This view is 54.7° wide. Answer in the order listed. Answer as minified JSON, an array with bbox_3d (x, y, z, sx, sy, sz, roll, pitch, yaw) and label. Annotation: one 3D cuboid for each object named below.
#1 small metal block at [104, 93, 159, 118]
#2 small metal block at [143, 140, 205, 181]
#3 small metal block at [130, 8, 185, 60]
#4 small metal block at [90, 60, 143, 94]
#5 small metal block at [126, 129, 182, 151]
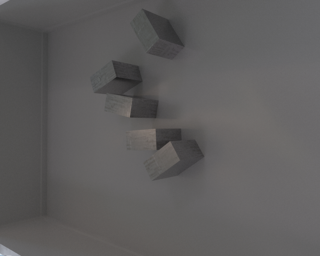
[{"bbox_3d":[-0.039,-0.030,0.423,0.050,0.050,0.025,15,100,39],"label":"small metal block"},{"bbox_3d":[0.017,0.039,0.377,0.050,0.050,0.025,-41,66,32],"label":"small metal block"},{"bbox_3d":[-0.003,-0.118,0.393,0.025,0.050,0.050,-41,65,33],"label":"small metal block"},{"bbox_3d":[-0.062,-0.070,0.442,0.050,0.050,0.025,-26,74,37],"label":"small metal block"},{"bbox_3d":[-0.008,0.015,0.397,0.050,0.050,0.025,-5,87,40],"label":"small metal block"}]
